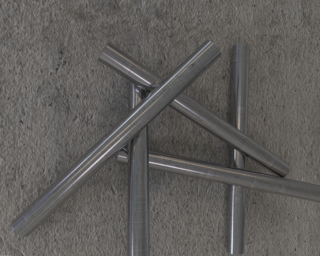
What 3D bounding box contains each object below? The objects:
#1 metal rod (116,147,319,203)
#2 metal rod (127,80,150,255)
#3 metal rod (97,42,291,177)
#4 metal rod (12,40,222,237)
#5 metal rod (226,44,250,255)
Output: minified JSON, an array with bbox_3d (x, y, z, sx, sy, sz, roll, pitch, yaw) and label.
[{"bbox_3d":[0.092,0.064,0.419,0.302,0.025,0.025,13,86,-11],"label":"metal rod"},{"bbox_3d":[-0.025,0.069,0.358,0.025,0.025,0.299,5,73,-20],"label":"metal rod"},{"bbox_3d":[0.057,-0.013,0.400,0.301,0.025,0.025,31,80,-19],"label":"metal rod"},{"bbox_3d":[-0.048,0.011,0.353,0.300,0.025,0.025,-43,104,0],"label":"metal rod"},{"bbox_3d":[0.114,0.030,0.450,0.025,0.025,0.298,2,89,-20],"label":"metal rod"}]
